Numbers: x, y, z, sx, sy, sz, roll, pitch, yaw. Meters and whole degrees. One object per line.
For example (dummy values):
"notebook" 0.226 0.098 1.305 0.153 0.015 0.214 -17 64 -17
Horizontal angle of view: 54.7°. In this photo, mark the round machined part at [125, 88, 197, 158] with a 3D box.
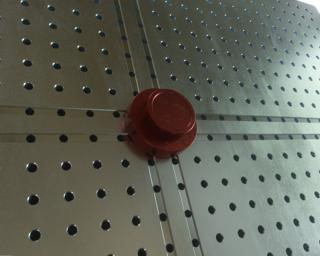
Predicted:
"round machined part" 0.007 -0.013 0.410 0.099 0.042 0.098 14 56 -21
